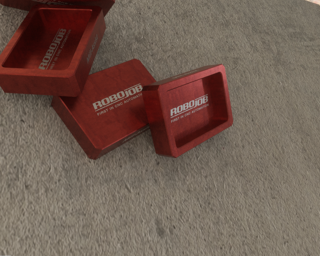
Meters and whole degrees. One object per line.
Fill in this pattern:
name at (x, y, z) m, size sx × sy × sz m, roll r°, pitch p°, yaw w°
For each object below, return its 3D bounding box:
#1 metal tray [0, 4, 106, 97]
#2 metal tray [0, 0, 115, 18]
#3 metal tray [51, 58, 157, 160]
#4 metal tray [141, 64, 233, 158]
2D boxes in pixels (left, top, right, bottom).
metal tray at (-0.123, -0.096, 0.363) m, size 0.090 × 0.030 × 0.130 m, roll 4°, pitch 53°, yaw 6°
metal tray at (-0.131, -0.173, 0.393) m, size 0.131 × 0.090 × 0.030 m, roll 6°, pitch 84°, yaw -25°
metal tray at (-0.054, -0.029, 0.389) m, size 0.131 × 0.030 × 0.090 m, roll -31°, pitch 79°, yaw -38°
metal tray at (0.042, -0.027, 0.406) m, size 0.131 × 0.030 × 0.089 m, roll -25°, pitch 109°, yaw -39°
